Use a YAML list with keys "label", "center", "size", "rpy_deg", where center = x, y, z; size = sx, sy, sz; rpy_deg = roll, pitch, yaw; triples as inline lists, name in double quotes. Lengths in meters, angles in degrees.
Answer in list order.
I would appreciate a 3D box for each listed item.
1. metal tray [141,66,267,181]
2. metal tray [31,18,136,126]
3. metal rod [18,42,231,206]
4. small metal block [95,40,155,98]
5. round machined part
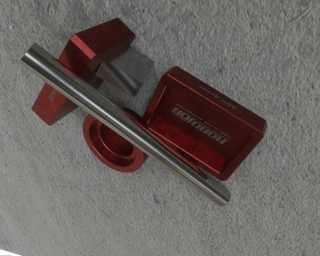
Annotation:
- label: "metal tray"
  center: [0.048, -0.004, 0.376]
  size: [0.130, 0.030, 0.089]
  rpy_deg: [33, 129, 6]
- label: "metal tray"
  center: [-0.092, -0.066, 0.371]
  size: [0.030, 0.090, 0.129]
  rpy_deg: [45, 129, -3]
- label: "metal rod"
  center: [-0.019, 0.013, 0.356]
  size: [0.301, 0.025, 0.025]
  rpy_deg: [38, 133, -27]
- label: "small metal block"
  center: [-0.039, -0.070, 0.362]
  size: [0.050, 0.050, 0.025]
  rpy_deg: [31, 132, -10]
- label: "round machined part"
  center: [-0.054, 0.010, 0.426]
  size: [0.098, 0.042, 0.097]
  rpy_deg: [18, 131, 23]
